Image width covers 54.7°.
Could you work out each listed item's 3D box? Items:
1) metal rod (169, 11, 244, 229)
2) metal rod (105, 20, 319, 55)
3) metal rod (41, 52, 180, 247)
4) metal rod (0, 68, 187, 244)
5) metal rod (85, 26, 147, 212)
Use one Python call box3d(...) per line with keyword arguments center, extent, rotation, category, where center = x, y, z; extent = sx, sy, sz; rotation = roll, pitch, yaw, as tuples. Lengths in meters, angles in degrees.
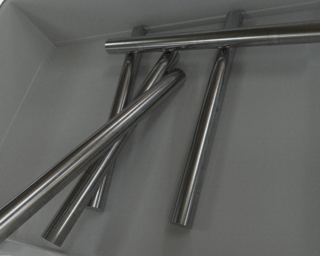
box3d(center=(0.065, -0.028, 0.387), extent=(0.025, 0.025, 0.300), rotation=(4, 64, 30), category="metal rod")
box3d(center=(0.052, -0.118, 0.416), extent=(0.300, 0.025, 0.025), rotation=(5, 64, 30), category="metal rod")
box3d(center=(-0.051, 0.007, 0.403), extent=(0.025, 0.025, 0.300), rotation=(14, 62, 33), category="metal rod")
box3d(center=(-0.063, 0.012, 0.353), extent=(0.025, 0.025, 0.302), rotation=(18, 47, 35), category="metal rod")
box3d(center=(-0.058, -0.031, 0.453), extent=(0.025, 0.025, 0.299), rotation=(-4, 60, 26), category="metal rod")
